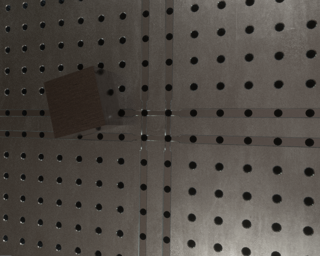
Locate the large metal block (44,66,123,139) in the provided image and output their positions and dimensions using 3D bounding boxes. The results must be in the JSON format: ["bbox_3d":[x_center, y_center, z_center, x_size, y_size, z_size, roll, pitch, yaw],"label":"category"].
[{"bbox_3d":[-0.107,-0.033,0.436,0.080,0.050,0.080,-14,86,19],"label":"large metal block"}]
